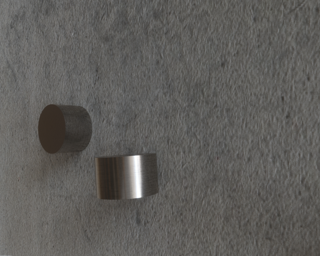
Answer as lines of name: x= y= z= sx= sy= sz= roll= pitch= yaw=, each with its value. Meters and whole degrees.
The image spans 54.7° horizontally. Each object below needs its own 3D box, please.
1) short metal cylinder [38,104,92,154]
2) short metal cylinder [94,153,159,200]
short metal cylinder: x=-0.159 y=0.001 z=0.517 sx=0.080 sy=0.050 sz=0.079 roll=0 pitch=90 yaw=39
short metal cylinder: x=-0.043 y=0.061 z=0.403 sx=0.080 sy=0.081 sz=0.050 roll=-6 pitch=86 yaw=39
